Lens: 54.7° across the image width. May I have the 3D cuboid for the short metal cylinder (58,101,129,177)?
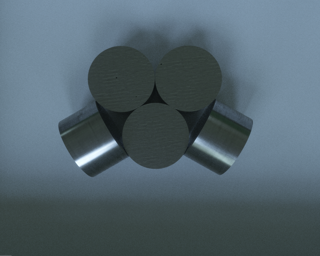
[{"bbox_3d":[-0.079,0.013,0.382,0.050,0.080,0.080,-30,90,0],"label":"short metal cylinder"}]

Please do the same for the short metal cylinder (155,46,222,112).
[{"bbox_3d":[0.034,-0.060,0.397,0.081,0.050,0.080,0,90,0],"label":"short metal cylinder"}]

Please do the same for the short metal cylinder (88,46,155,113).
[{"bbox_3d":[-0.046,-0.059,0.397,0.081,0.050,0.080,0,90,0],"label":"short metal cylinder"}]

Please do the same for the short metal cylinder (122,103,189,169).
[{"bbox_3d":[-0.005,0.009,0.397,0.081,0.050,0.080,0,90,0],"label":"short metal cylinder"}]

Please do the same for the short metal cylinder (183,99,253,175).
[{"bbox_3d":[0.070,0.011,0.382,0.050,0.080,0.080,30,90,0],"label":"short metal cylinder"}]
